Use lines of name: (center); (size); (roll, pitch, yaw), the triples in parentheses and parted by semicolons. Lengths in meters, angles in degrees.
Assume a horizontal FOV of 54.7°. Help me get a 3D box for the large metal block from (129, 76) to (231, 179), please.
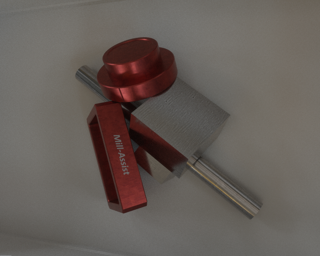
large metal block: (0.021, -0.002, 0.366); (0.080, 0.050, 0.080); (39, 59, 15)

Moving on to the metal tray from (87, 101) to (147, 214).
metal tray: (-0.059, 0.038, 0.396); (0.030, 0.090, 0.129); (-13, 84, -22)

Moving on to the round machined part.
round machined part: (-0.031, -0.077, 0.378); (0.098, 0.098, 0.042); (-2, 130, 19)

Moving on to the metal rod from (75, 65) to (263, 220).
metal rod: (0.001, 0.010, 0.408); (0.300, 0.025, 0.025); (38, 102, 15)

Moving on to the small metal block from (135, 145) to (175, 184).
small metal block: (-0.002, 0.042, 0.395); (0.050, 0.050, 0.025); (40, 103, 15)
